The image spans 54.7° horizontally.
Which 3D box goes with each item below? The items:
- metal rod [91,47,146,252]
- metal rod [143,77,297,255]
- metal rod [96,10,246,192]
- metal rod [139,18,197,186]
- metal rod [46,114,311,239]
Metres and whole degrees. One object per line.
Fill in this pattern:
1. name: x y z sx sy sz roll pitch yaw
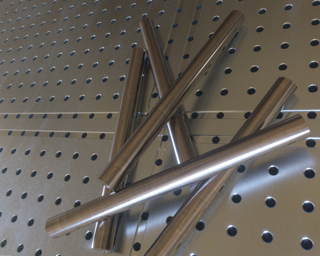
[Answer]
1. metal rod: -0.051 0.010 0.427 0.025 0.025 0.299 -7 59 24
2. metal rod: 0.055 0.064 0.338 0.025 0.025 0.300 32 79 37
3. metal rod: 0.026 -0.048 0.395 0.025 0.025 0.301 22 65 36
4. metal rod: 0.007 -0.058 0.438 0.025 0.025 0.299 -24 53 13
5. metal rod: 0.007 0.058 0.334 0.301 0.025 0.025 -24 53 12
